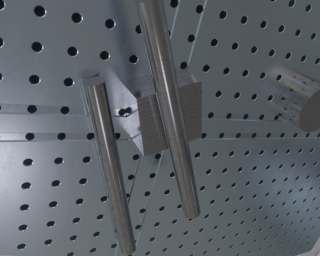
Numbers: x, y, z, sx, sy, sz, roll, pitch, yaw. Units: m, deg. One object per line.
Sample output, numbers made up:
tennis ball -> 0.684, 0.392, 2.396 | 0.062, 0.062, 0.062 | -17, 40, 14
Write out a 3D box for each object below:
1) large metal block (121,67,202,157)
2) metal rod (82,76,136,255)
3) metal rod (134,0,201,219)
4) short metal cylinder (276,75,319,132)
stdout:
large metal block -> 0.004, -0.021, 0.384 | 0.081, 0.050, 0.079 | -18, 126, -18
metal rod -> -0.062, 0.072, 0.422 | 0.025, 0.025, 0.298 | -18, 126, -18
metal rod -> 0.018, 0.004, 0.358 | 0.025, 0.025, 0.298 | -24, 127, -14
short metal cylinder -> 0.238, -0.040, 0.501 | 0.081, 0.050, 0.079 | -14, 124, -21
